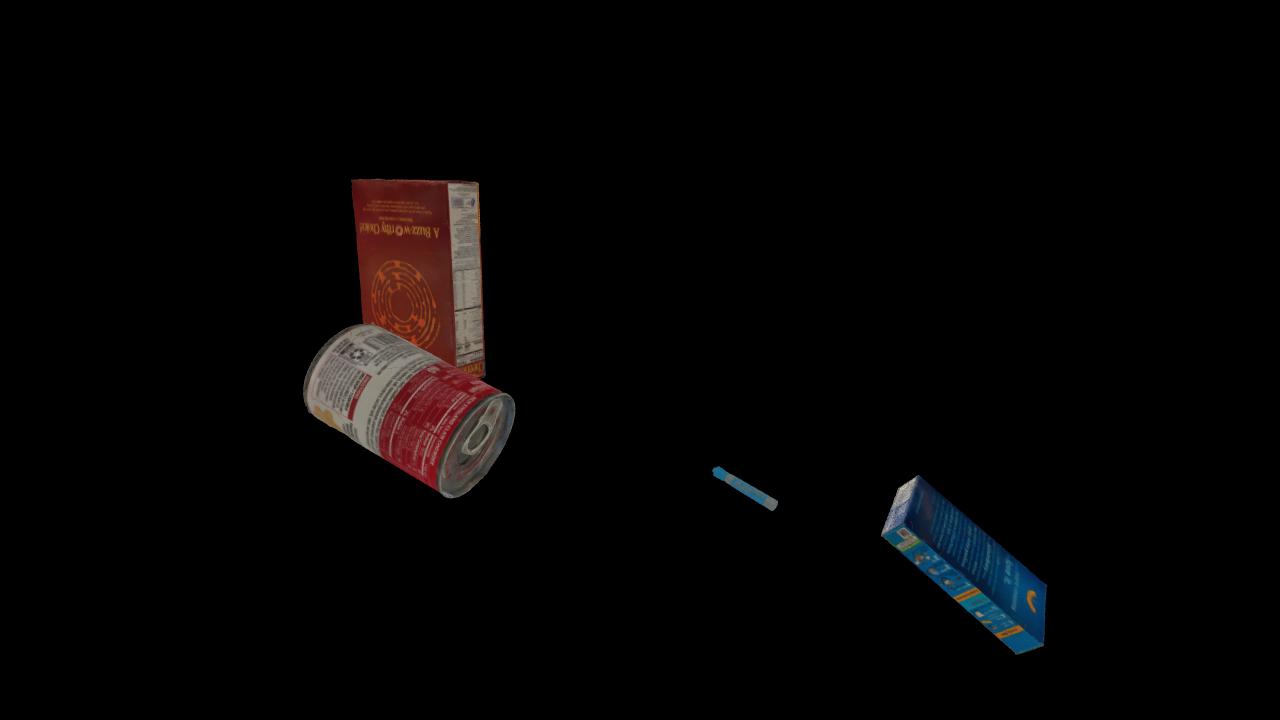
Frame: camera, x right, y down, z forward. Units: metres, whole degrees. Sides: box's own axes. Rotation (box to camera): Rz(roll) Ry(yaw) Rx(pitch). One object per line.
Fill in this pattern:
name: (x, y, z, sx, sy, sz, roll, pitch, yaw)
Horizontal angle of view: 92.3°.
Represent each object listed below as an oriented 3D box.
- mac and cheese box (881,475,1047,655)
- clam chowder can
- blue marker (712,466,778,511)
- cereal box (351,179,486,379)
mac and cheese box: (0.361, 0.222, 0.683, 0.093, 0.184, 0.041, -40, -10, -48)
clam chowder can: (-0.136, 0.028, 0.365, 0.102, 0.068, 0.068, 26, 6, 13)
blue marker: (0.168, 0.207, 1.001, 0.121, 0.020, 0.020, 27, 16, 35)
cereal box: (-0.346, -0.125, 0.967, 0.203, 0.306, 0.081, 8, 16, 27)
